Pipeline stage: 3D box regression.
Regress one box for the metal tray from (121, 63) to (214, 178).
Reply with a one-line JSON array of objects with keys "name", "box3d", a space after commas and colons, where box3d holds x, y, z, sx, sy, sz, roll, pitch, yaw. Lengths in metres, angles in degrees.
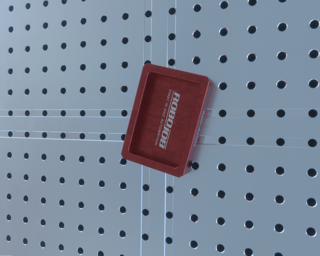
[{"name": "metal tray", "box3d": [0.009, -0.011, 0.407, 0.090, 0.030, 0.129, 16, 95, 19]}]
